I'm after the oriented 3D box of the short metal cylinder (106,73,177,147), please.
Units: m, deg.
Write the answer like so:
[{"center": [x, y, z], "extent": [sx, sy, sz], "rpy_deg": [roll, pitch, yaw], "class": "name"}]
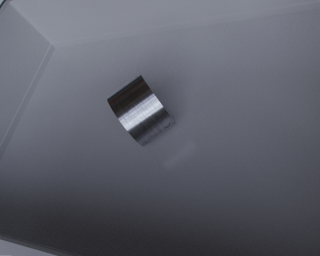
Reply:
[{"center": [-0.022, -0.023, 0.392], "extent": [0.050, 0.080, 0.080], "rpy_deg": [-36, 51, 4], "class": "short metal cylinder"}]
